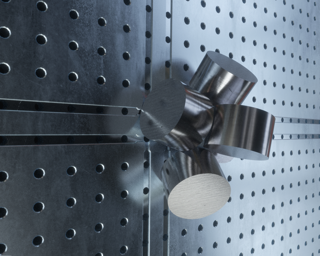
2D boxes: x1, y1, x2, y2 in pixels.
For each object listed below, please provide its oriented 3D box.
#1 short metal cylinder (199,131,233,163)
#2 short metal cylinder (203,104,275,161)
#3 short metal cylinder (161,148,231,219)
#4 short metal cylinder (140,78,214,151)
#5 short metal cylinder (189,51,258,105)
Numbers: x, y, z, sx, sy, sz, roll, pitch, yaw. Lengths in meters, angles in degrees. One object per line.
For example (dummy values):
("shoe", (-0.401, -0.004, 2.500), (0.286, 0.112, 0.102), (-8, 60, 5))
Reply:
("short metal cylinder", (0.074, 0.010, 0.453), (0.081, 0.050, 0.080), (1, 88, -39))
("short metal cylinder", (0.099, 0.007, 0.390), (0.080, 0.080, 0.050), (22, 76, -38))
("short metal cylinder", (0.045, 0.072, 0.403), (0.081, 0.050, 0.079), (-6, 125, -8))
("short metal cylinder", (0.020, -0.016, 0.389), (0.050, 0.080, 0.080), (24, 75, -38))
("short metal cylinder", (0.089, -0.066, 0.438), (0.081, 0.080, 0.050), (3, 128, -40))
